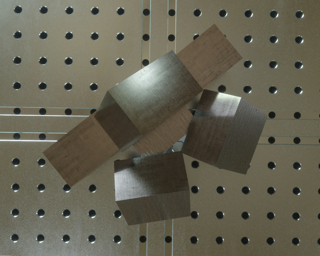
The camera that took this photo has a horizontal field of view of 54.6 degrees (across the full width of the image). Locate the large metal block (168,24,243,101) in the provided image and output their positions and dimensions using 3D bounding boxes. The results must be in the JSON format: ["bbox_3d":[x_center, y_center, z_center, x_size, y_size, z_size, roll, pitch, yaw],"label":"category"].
[{"bbox_3d":[0.046,-0.073,0.386,0.080,0.080,0.050,-39,91,0],"label":"large metal block"}]

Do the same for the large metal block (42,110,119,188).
[{"bbox_3d":[-0.083,0.022,0.384,0.080,0.080,0.050,-38,90,0],"label":"large metal block"}]

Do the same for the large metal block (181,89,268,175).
[{"bbox_3d":[0.080,0.007,0.379,0.050,0.080,0.080,21,90,41],"label":"large metal block"}]

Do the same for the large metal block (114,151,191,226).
[{"bbox_3d":[-0.007,0.076,0.379,0.080,0.080,0.050,-9,54,0],"label":"large metal block"}]

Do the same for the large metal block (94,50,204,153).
[{"bbox_3d":[-0.015,-0.025,0.323,0.080,0.080,0.050,-37,90,-25],"label":"large metal block"}]

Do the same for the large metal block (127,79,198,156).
[{"bbox_3d":[-0.008,-0.011,0.402,0.080,0.050,0.080,-39,90,0],"label":"large metal block"}]
